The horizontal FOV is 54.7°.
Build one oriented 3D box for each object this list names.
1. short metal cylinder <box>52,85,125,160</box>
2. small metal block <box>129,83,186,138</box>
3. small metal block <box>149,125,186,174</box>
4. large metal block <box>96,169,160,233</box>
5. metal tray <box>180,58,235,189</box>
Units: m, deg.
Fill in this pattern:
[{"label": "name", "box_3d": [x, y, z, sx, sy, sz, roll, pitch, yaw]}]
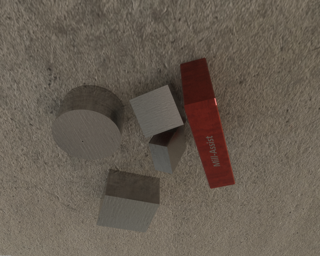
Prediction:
[{"label": "short metal cylinder", "box_3d": [-0.086, -0.006, 0.385, 0.081, 0.050, 0.079, 0, 130, 0]}, {"label": "small metal block", "box_3d": [-0.002, -0.022, 0.375, 0.050, 0.025, 0.050, -20, 98, 16]}, {"label": "small metal block", "box_3d": [0.011, 0.023, 0.407, 0.025, 0.050, 0.050, 10, 135, 24]}, {"label": "large metal block", "box_3d": [-0.050, 0.116, 0.489, 0.081, 0.050, 0.079, 13, 129, -11]}, {"label": "metal tray", "box_3d": [0.056, -0.004, 0.361, 0.030, 0.090, 0.129, -13, 129, 11]}]
